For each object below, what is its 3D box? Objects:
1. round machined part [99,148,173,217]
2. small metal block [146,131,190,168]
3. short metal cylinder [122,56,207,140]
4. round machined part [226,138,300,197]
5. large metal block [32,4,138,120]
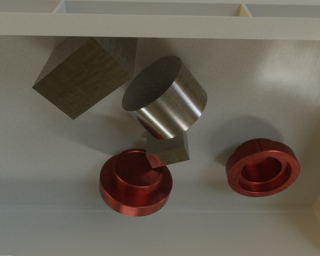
[{"bbox_3d":[-0.031,0.065,0.417,0.099,0.098,0.042,8,130,-7],"label":"round machined part"},{"bbox_3d":[0.010,0.022,0.412,0.050,0.050,0.025,-14,129,11],"label":"small metal block"},{"bbox_3d":[0.005,-0.034,0.344,0.080,0.080,0.050,-30,124,22],"label":"short metal cylinder"},{"bbox_3d":[0.144,0.053,0.445,0.099,0.042,0.097,-1,130,0],"label":"round machined part"},{"bbox_3d":[-0.072,-0.068,0.314,0.080,0.080,0.050,-31,124,23],"label":"large metal block"}]
